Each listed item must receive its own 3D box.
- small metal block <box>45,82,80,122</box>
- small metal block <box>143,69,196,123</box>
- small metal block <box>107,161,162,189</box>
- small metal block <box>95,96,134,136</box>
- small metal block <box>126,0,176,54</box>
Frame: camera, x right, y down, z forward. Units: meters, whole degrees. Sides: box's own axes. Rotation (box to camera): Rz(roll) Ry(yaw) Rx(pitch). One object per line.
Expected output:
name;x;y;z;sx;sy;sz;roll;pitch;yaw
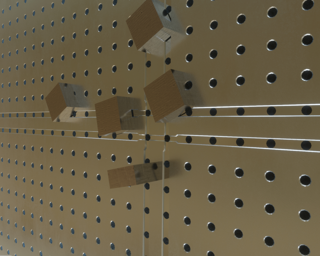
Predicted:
small metal block;-0.174;-0.045;0.550;0.050;0.025;0.050;-37;68;33
small metal block;0.012;-0.040;0.398;0.050;0.025;0.050;-30;71;35
small metal block;-0.034;0.064;0.419;0.050;0.050;0.025;-16;80;38
small metal block;-0.069;-0.017;0.464;0.050;0.025;0.050;-14;81;38
small metal block;-0.014;-0.138;0.419;0.050;0.025;0.050;-33;70;35
